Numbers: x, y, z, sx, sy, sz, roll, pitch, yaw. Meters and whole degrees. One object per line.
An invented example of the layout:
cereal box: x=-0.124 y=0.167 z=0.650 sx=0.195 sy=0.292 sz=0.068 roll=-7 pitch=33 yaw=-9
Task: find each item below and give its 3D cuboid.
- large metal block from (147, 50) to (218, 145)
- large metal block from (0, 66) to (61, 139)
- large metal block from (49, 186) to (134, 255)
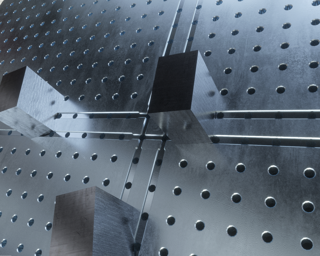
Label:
large metal block: x=0.032 y=-0.034 z=0.376 sx=0.050 sy=0.080 sz=0.080 roll=-4 pitch=60 yaw=26
large metal block: x=-0.215 y=-0.040 z=0.508 sx=0.050 sy=0.080 sz=0.080 roll=-16 pitch=56 yaw=19
large metal block: x=-0.070 y=0.118 z=0.335 sx=0.050 sy=0.080 sz=0.080 roll=-17 pitch=55 yaw=18
